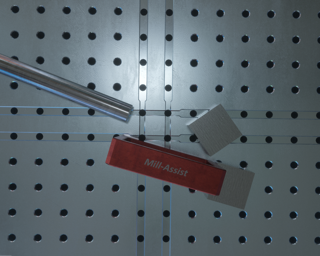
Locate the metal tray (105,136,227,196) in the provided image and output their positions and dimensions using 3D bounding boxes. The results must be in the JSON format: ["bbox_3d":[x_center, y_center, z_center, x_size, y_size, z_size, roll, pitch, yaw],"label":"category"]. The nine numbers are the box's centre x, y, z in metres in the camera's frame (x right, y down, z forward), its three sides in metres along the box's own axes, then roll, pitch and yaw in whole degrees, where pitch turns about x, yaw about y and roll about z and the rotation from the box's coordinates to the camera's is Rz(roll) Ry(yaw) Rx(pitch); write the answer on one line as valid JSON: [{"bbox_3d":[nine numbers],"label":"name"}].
[{"bbox_3d":[0.006,0.042,0.381,0.131,0.090,0.030,16,90,-1],"label":"metal tray"}]

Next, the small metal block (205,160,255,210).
[{"bbox_3d":[0.092,0.075,0.415,0.050,0.025,0.050,17,90,-1],"label":"small metal block"}]

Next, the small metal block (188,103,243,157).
[{"bbox_3d":[0.072,0.003,0.414,0.050,0.025,0.050,-35,90,0],"label":"small metal block"}]

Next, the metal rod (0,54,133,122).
[{"bbox_3d":[-0.181,-0.074,0.410,0.301,0.025,0.025,21,90,-1],"label":"metal rod"}]
